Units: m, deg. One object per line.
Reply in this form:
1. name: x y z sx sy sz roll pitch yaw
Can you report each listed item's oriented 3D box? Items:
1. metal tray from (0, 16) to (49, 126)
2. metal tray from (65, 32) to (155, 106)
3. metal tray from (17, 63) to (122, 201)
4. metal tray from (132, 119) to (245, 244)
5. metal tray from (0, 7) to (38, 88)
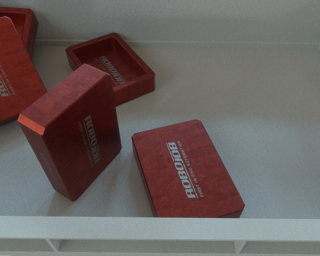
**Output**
1. metal tray: -0.217 -0.073 0.413 0.091 0.030 0.129 -27 91 -23
2. metal tray: -0.078 -0.092 0.477 0.091 0.030 0.130 -26 55 -20
3. metal tray: -0.085 0.009 0.328 0.030 0.129 0.090 27 55 20
4. metal tray: 0.027 0.054 0.357 0.091 0.030 0.130 -13 51 -11
5. metal tray: -0.242 -0.119 0.464 0.091 0.030 0.129 3 71 -4
